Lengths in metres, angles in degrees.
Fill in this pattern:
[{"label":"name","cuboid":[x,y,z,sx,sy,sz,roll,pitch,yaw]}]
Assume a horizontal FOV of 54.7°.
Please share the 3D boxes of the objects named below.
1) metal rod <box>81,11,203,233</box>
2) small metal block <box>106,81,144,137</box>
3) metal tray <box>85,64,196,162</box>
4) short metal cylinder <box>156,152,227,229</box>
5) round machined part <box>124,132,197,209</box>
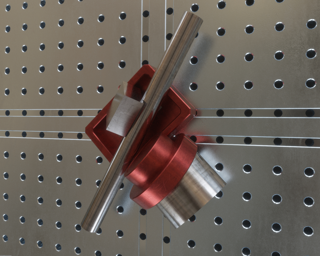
[{"label":"metal rod","cuboid":[-0.027,0.000,0.389,0.025,0.025,0.298,30,99,17]},{"label":"small metal block","cuboid":[-0.046,-0.025,0.391,0.025,0.050,0.050,23,112,-20]},{"label":"metal tray","cuboid":[-0.028,-0.009,0.418,0.130,0.030,0.090,-45,77,14]},{"label":"short metal cylinder","cuboid":[0.032,0.074,0.370,0.080,0.080,0.050,-45,76,14]},{"label":"round machined part","cuboid":[-0.005,0.043,0.364,0.042,0.098,0.098,41,103,-7]}]
